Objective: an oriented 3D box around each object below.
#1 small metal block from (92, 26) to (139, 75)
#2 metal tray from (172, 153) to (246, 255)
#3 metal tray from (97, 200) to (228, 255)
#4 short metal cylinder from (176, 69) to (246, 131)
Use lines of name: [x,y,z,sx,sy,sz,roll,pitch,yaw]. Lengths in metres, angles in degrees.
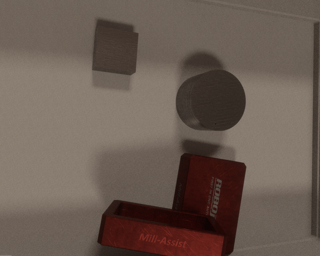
small metal block: [-0.056,-0.096,0.390,0.050,0.025,0.050,5,89,-20]
metal tray: [0.066,0.106,0.434,0.091,0.030,0.129,11,86,-20]
metal tray: [0.003,0.116,0.357,0.131,0.090,0.030,10,87,0]
short metal cylinder: [0.069,-0.036,0.424,0.081,0.050,0.079,0,90,-21]
